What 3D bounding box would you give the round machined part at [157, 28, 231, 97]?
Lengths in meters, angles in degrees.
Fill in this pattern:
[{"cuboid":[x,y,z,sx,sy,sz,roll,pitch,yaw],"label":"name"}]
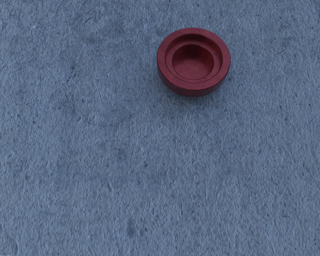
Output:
[{"cuboid":[0.045,-0.087,0.431,0.099,0.042,0.098,0,70,0],"label":"round machined part"}]
